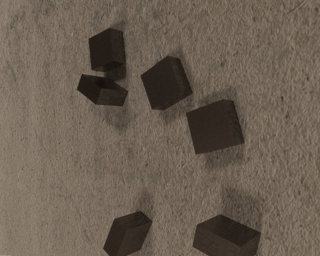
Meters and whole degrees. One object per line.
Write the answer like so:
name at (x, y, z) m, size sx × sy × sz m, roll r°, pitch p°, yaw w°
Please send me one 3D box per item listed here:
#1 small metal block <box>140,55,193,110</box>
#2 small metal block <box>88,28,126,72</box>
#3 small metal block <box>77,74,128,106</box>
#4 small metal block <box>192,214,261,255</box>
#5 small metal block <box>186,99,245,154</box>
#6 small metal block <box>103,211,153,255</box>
small metal block at (0.008, -0.056, 0.397) m, size 0.050 × 0.025 × 0.050 m, roll -29°, pitch 72°, yaw 36°
small metal block at (-0.080, -0.117, 0.469) m, size 0.050 × 0.025 × 0.050 m, roll -11°, pitch 83°, yaw 39°
small metal block at (-0.084, -0.055, 0.456) m, size 0.050 × 0.050 × 0.025 m, roll 36°, pitch 112°, yaw 34°
small metal block at (0.071, 0.119, 0.329) m, size 0.050 × 0.050 × 0.025 m, roll 17°, pitch 101°, yaw 38°
small metal block at (0.062, 0.000, 0.352) m, size 0.050 × 0.025 × 0.050 m, roll -20°, pitch 78°, yaw 38°
small metal block at (-0.044, 0.146, 0.422) m, size 0.025 × 0.050 × 0.050 m, roll 33°, pitch 110°, yaw 35°
